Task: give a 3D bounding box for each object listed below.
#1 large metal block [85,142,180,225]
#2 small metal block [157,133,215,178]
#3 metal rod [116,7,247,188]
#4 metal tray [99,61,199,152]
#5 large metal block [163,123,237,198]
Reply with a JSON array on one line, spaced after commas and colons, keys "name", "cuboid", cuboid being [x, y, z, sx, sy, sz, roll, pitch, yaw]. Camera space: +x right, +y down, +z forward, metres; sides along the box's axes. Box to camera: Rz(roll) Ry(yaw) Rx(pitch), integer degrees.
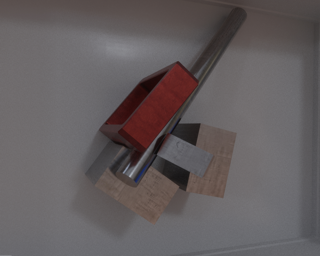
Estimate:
[{"name": "large metal block", "cuboid": [-0.036, 0.062, 0.369, 0.080, 0.080, 0.050, 38, 78, -17]}, {"name": "small metal block", "cuboid": [0.029, 0.029, 0.329, 0.050, 0.050, 0.025, 26, 89, 13]}, {"name": "metal rod", "cuboid": [0.041, -0.057, 0.377, 0.025, 0.025, 0.301, 43, 59, -15]}, {"name": "metal tray", "cuboid": [-0.019, -0.021, 0.346, 0.030, 0.130, 0.090, 42, 78, -15]}, {"name": "large metal block", "cuboid": [0.047, 0.039, 0.400, 0.050, 0.080, 0.080, 14, 85, -20]}]
